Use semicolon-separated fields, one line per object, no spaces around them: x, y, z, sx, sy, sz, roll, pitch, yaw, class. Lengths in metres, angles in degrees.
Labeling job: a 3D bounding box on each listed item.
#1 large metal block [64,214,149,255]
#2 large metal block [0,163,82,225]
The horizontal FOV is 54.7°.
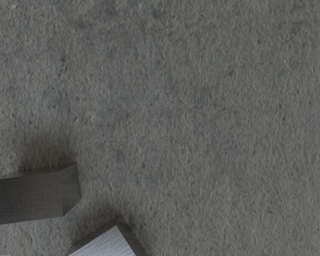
-0.065;0.172;0.397;0.080;0.050;0.080;-33;90;0;large metal block
-0.150;0.078;0.381;0.081;0.080;0.050;-7;90;0;large metal block
